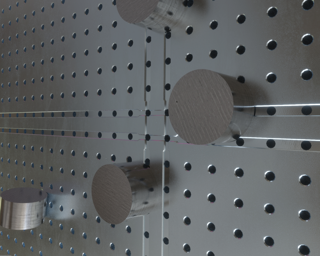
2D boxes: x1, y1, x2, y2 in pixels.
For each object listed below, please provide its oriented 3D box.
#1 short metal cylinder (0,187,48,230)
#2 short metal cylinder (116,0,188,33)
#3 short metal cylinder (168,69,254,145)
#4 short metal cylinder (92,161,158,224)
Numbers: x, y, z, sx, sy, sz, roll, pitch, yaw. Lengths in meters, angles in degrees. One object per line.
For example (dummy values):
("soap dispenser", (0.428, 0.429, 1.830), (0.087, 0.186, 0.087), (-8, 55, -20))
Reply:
("short metal cylinder", (-0.256, 0.149, 0.581), (0.080, 0.081, 0.050), (14, 99, 39))
("short metal cylinder", (-0.011, -0.170, 0.400), (0.080, 0.050, 0.079), (0, 90, 39))
("short metal cylinder", (0.057, -0.022, 0.345), (0.080, 0.050, 0.079), (0, 90, 39))
("short metal cylinder", (-0.050, 0.088, 0.432), (0.080, 0.050, 0.079), (0, 90, 39))
